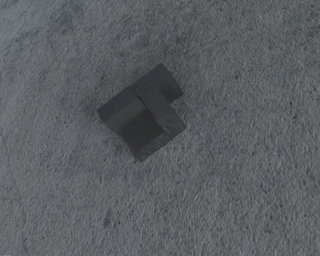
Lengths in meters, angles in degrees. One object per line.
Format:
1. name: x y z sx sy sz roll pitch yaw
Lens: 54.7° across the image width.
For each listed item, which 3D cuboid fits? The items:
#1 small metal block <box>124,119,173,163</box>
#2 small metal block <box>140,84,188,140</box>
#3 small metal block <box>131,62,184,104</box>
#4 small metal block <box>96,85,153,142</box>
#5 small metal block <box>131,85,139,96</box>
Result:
1. small metal block: -0.020 0.009 0.409 0.050 0.025 0.050 -36 51 3
2. small metal block: 0.005 -0.020 0.398 0.025 0.050 0.050 -37 51 3
3. small metal block: -0.002 -0.052 0.421 0.050 0.050 0.025 -37 51 3
4. small metal block: -0.042 -0.017 0.388 0.050 0.050 0.025 -37 51 3
5. small metal block: -0.042 -0.022 0.423 0.050 0.050 0.025 -37 51 3
